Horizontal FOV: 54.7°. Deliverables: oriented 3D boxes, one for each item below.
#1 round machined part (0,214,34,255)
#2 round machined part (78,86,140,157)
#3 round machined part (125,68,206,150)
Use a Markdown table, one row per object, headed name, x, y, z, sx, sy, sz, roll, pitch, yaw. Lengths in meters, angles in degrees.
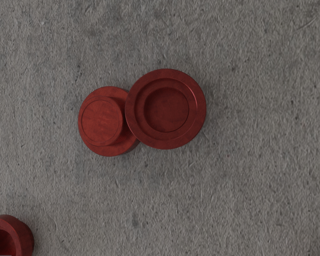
| name | x | y | z | sx | sy | sz | roll | pitch | yaw |
| --- | --- | --- | --- | --- | --- | --- | --- | --- | --- |
| round machined part | -0.239 | 0.184 | 0.484 | 0.098 | 0.042 | 0.097 | 0 | 90 | 20 |
| round machined part | -0.072 | -0.009 | 0.425 | 0.098 | 0.042 | 0.097 | 0 | 90 | 20 |
| round machined part | 0.009 | -0.022 | 0.390 | 0.098 | 0.042 | 0.097 | 0 | 88 | 8 |
